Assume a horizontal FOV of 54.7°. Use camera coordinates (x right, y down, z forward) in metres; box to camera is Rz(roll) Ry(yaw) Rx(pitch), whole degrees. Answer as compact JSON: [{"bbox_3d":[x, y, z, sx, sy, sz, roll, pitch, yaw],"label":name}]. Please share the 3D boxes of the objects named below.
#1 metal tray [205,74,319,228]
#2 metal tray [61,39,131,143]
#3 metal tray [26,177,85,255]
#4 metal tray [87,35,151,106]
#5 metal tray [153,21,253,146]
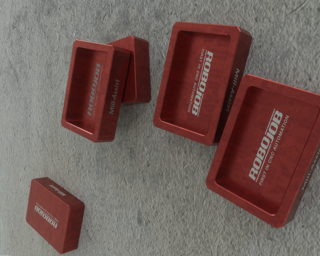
[{"bbox_3d":[0.108,0.020,0.312,0.090,0.030,0.129,27,107,36],"label":"metal tray"},{"bbox_3d":[-0.094,-0.053,0.439,0.090,0.030,0.129,20,103,38],"label":"metal tray"},{"bbox_3d":[-0.193,0.154,0.561,0.130,0.030,0.089,20,103,38],"label":"metal tray"},{"bbox_3d":[-0.073,-0.077,0.462,0.130,0.030,0.089,-4,87,40],"label":"metal tray"},{"bbox_3d":[0.046,-0.053,0.363,0.090,0.030,0.129,20,103,38],"label":"metal tray"}]
